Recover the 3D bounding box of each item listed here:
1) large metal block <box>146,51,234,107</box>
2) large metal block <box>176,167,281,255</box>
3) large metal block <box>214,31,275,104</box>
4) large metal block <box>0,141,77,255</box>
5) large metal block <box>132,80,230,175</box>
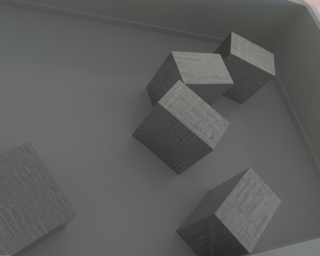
[{"bbox_3d":[0.039,-0.059,0.429,0.081,0.080,0.050,-5,65,-31],"label":"large metal block"},{"bbox_3d":[0.077,0.100,0.352,0.050,0.080,0.080,48,51,5],"label":"large metal block"},{"bbox_3d":[0.123,-0.093,0.496,0.080,0.080,0.050,23,53,-15],"label":"large metal block"},{"bbox_3d":[-0.135,0.071,0.274,0.081,0.050,0.080,-29,78,-38],"label":"large metal block"},{"bbox_3d":[0.024,0.002,0.384,0.080,0.080,0.050,41,51,-1],"label":"large metal block"}]
